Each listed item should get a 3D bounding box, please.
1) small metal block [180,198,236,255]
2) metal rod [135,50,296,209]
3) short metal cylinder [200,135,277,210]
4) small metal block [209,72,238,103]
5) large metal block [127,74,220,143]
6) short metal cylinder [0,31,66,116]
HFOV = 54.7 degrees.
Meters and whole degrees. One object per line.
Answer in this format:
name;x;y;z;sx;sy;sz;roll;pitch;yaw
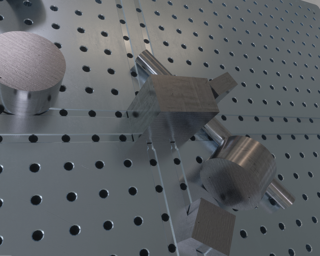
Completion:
small metal block;0.058;0.119;0.367;0.050;0.025;0.050;30;52;-10
metal rod;0.078;0.000;0.449;0.300;0.025;0.025;45;51;3
short metal cylinder;0.098;0.056;0.391;0.080;0.080;0.050;46;51;3
small metal block;0.082;-0.053;0.468;0.050;0.050;0.025;-30;79;-38
large metal block;0.014;-0.022;0.393;0.081;0.080;0.050;-1;63;-29
short metal cylinder;-0.152;-0.061;0.347;0.081;0.050;0.080;14;56;-21
